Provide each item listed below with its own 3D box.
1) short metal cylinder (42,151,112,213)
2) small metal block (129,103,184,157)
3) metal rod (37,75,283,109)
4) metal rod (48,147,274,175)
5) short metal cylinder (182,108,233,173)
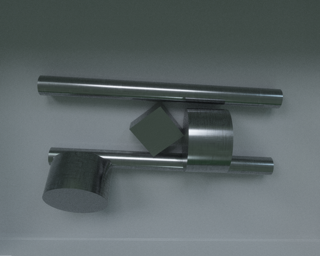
[{"bbox_3d":[-0.105,0.072,0.403,0.081,0.050,0.080,1,144,1],"label":"short metal cylinder"},{"bbox_3d":[-0.004,0.001,0.410,0.050,0.025,0.050,-36,107,12],"label":"small metal block"},{"bbox_3d":[0.002,-0.045,0.392,0.302,0.025,0.025,3,110,-2],"label":"metal rod"},{"bbox_3d":[0.003,0.046,0.426,0.302,0.025,0.025,3,110,-2],"label":"metal rod"},{"bbox_3d":[0.057,0.015,0.387,0.050,0.080,0.079,2,110,-1],"label":"short metal cylinder"}]
